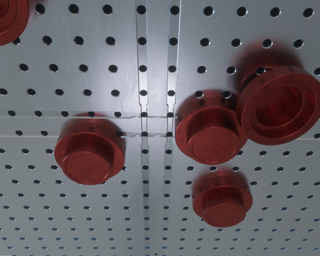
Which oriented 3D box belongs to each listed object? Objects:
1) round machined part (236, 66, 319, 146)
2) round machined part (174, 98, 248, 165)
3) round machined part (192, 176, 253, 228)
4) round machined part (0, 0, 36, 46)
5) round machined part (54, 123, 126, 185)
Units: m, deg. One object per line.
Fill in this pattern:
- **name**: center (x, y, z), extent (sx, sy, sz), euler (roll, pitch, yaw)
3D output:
- **round machined part**: center (0.138, -0.030, 0.370), extent (0.099, 0.042, 0.097), euler (-4, 126, -6)
- **round machined part**: center (0.069, 0.011, 0.411), extent (0.099, 0.042, 0.097), euler (0, 130, 0)
- **round machined part**: center (0.103, 0.127, 0.509), extent (0.099, 0.042, 0.097), euler (0, 130, 0)
- **round machined part**: center (-0.166, -0.130, 0.289), extent (0.099, 0.042, 0.097), euler (0, 130, 0)
- **round machined part**: center (-0.099, 0.043, 0.436), extent (0.099, 0.042, 0.097), euler (0, 130, 0)
